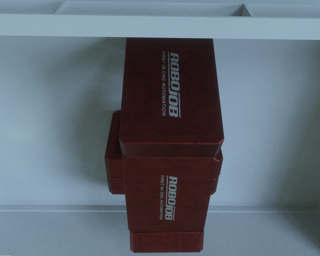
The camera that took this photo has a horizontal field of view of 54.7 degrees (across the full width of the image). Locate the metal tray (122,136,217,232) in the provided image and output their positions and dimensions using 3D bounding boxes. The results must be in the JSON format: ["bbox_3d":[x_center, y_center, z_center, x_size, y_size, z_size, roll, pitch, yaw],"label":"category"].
[{"bbox_3d":[0.008,0.067,0.342,0.091,0.030,0.129,0,130,-1],"label":"metal tray"}]

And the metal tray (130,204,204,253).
[{"bbox_3d":[0.008,0.119,0.438,0.091,0.130,0.030,0,109,-1],"label":"metal tray"}]

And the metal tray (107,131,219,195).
[{"bbox_3d":[0.003,0.041,0.400,0.131,0.090,0.030,1,130,-1],"label":"metal tray"}]

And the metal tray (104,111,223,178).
[{"bbox_3d":[0.004,0.018,0.380,0.131,0.090,0.030,1,130,-1],"label":"metal tray"}]

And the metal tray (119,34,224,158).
[{"bbox_3d":[0.010,-0.036,0.307,0.091,0.130,0.030,1,150,-1],"label":"metal tray"}]
